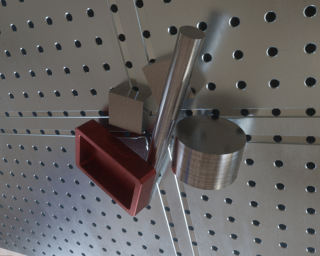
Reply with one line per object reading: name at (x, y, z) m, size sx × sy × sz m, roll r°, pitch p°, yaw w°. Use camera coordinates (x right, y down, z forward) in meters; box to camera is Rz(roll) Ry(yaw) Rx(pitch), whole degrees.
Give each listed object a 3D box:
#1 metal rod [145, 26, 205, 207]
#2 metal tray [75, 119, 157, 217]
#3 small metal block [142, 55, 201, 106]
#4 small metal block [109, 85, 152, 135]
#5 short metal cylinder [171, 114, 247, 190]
metal rod at (0.001, 0.014, 0.394) m, size 0.025 × 0.025 × 0.298 m, roll 27°, pitch 135°, yaw 11°
metal tray at (-0.069, 0.057, 0.451) m, size 0.130 × 0.030 × 0.089 m, roll 36°, pitch 137°, yaw 22°
small metal block at (0.014, -0.058, 0.367) m, size 0.050 × 0.025 × 0.050 m, roll -11°, pitch 113°, yaw 32°
small metal block at (-0.041, -0.025, 0.416) m, size 0.050 × 0.025 × 0.050 m, roll 18°, pitch 126°, yaw 17°
short metal cylinder at (0.055, 0.026, 0.362) m, size 0.080 × 0.080 × 0.050 m, roll 17°, pitch 125°, yaw 18°
